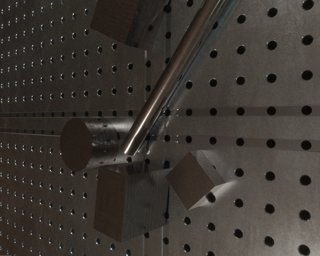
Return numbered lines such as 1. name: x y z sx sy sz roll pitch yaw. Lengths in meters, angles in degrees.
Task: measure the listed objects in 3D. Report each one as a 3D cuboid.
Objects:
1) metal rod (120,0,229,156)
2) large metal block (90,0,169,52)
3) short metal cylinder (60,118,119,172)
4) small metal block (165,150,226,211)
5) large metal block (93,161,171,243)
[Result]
1. metal rod: 0.027 -0.085 0.385 0.025 0.025 0.298 46 117 30
2. large metal block: -0.042 -0.160 0.426 0.080 0.050 0.079 33 111 34
3. short metal cylinder: -0.111 0.025 0.482 0.080 0.050 0.079 0 91 39
4. small metal block: 0.042 0.062 0.373 0.050 0.025 0.050 -49 61 28
5. large metal block: -0.035 0.090 0.400 0.050 0.081 0.079 10 96 39
